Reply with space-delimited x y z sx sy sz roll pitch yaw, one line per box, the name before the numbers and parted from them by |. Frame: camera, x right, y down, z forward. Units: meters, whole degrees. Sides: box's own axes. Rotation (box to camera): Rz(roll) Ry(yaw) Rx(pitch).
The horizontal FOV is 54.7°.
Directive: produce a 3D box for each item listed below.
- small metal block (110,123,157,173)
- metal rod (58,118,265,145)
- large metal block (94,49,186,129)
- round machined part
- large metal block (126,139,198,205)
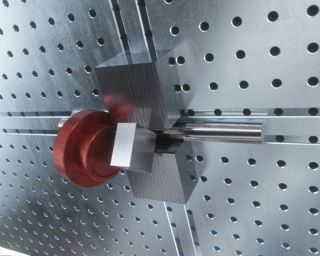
small metal block | -0.030 0.025 0.369 0.025 0.050 0.050 1 75 28
metal rod | -0.017 0.001 0.421 0.300 0.025 0.025 2 120 27
large metal block | -0.022 -0.046 0.378 0.080 0.050 0.080 1 119 28
round machined part | -0.077 0.028 0.384 0.042 0.099 0.097 13 125 38
large metal block | 0.001 0.053 0.428 0.080 0.050 0.080 1 119 27
